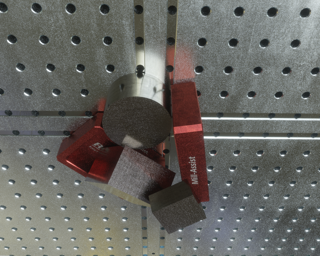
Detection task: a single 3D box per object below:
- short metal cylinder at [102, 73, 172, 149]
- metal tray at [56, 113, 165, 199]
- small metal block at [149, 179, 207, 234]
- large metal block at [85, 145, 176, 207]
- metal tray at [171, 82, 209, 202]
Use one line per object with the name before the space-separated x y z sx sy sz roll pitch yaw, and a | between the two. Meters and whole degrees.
short metal cylinder | -0.027 -0.020 0.378 0.081 0.050 0.079 0 130 0
metal tray | -0.067 0.045 0.445 0.090 0.030 0.130 -36 122 26
small metal block | 0.021 0.094 0.368 0.050 0.025 0.050 -25 127 6
large metal block | -0.040 0.065 0.409 0.080 0.050 0.080 32 159 -25
metal tray | 0.038 0.020 0.387 0.030 0.090 0.129 -7 130 6
